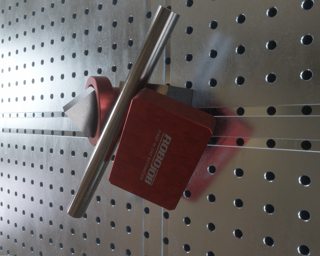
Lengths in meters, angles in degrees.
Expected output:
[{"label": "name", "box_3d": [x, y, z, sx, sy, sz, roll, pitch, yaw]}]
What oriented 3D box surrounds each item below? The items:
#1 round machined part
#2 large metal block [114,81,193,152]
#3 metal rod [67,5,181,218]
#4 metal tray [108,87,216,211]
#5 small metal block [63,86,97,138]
[{"label": "round machined part", "box_3d": [-0.077, -0.024, 0.442, 0.098, 0.042, 0.097, 177, 90, -65]}, {"label": "large metal block", "box_3d": [-0.010, -0.016, 0.399, 0.080, 0.050, 0.079, 12, 97, 39]}, {"label": "metal rod", "box_3d": [-0.054, -0.004, 0.387, 0.025, 0.025, 0.298, 42, 115, 32]}, {"label": "metal tray", "box_3d": [-0.001, 0.028, 0.362, 0.090, 0.030, 0.129, 24, 123, 5]}, {"label": "small metal block", "box_3d": [-0.099, -0.023, 0.436, 0.050, 0.050, 0.025, -39, 30, -5]}]
